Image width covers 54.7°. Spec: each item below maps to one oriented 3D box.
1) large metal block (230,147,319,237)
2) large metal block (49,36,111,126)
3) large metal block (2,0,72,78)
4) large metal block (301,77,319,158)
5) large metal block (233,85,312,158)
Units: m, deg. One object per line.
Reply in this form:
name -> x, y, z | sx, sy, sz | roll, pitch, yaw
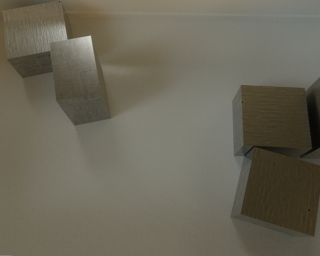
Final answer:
large metal block -> 0.138, 0.077, 0.370 | 0.080, 0.050, 0.080 | 16, 71, 5
large metal block -> -0.101, -0.058, 0.400 | 0.050, 0.080, 0.080 | -12, 71, -5
large metal block -> -0.169, -0.126, 0.440 | 0.081, 0.050, 0.080 | -13, 71, -5
large metal block -> 0.213, -0.010, 0.387 | 0.050, 0.080, 0.080 | 1, 70, 0
large metal block -> 0.140, -0.007, 0.401 | 0.081, 0.050, 0.080 | 3, 70, 0
